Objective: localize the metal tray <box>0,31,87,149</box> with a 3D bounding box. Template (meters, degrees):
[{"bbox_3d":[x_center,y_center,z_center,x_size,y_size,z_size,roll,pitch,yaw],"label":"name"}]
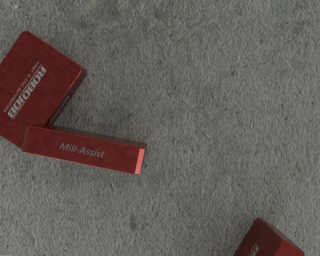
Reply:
[{"bbox_3d":[-0.170,-0.048,0.406,0.090,0.030,0.130,34,90,0],"label":"metal tray"}]

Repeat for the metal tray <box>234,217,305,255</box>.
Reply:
[{"bbox_3d":[0.112,0.183,0.378,0.030,0.090,0.130,32,90,0],"label":"metal tray"}]

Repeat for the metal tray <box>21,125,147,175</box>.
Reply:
[{"bbox_3d":[-0.083,0.024,0.376,0.131,0.090,0.030,11,90,0],"label":"metal tray"}]
